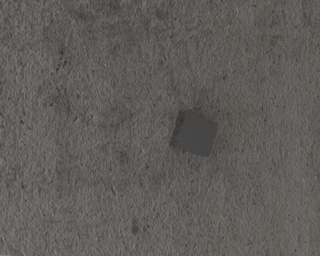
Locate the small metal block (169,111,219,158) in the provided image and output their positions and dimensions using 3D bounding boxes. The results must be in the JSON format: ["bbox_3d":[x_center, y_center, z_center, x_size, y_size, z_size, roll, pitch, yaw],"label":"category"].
[{"bbox_3d":[0.046,0.009,0.426,0.050,0.025,0.050,19,84,-19],"label":"small metal block"}]
